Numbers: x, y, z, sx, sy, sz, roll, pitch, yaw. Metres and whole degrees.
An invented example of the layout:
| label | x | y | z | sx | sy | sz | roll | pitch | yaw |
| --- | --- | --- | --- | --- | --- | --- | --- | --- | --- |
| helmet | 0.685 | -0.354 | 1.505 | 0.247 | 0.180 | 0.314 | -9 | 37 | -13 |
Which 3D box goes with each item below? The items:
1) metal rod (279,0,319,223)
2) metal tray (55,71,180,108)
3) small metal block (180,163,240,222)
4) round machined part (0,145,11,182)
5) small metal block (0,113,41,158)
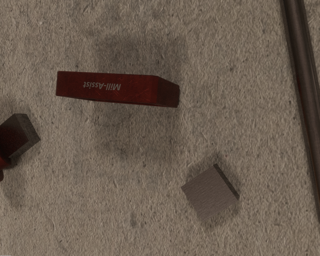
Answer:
| label | x | y | z | sx | sy | sz | roll | pitch | yaw |
| --- | --- | --- | --- | --- | --- | --- | --- | --- | --- |
| metal rod | 0.166 | -0.044 | 0.350 | 0.025 | 0.025 | 0.298 | -10 | 87 | 19 |
| metal tray | -0.050 | -0.047 | 0.391 | 0.130 | 0.090 | 0.030 | 6 | 92 | 19 |
| small metal block | 0.063 | 0.080 | 0.386 | 0.050 | 0.025 | 0.050 | -37 | 79 | 16 |
| round machined part | -0.263 | 0.037 | 0.469 | 0.042 | 0.098 | 0.098 | -29 | 79 | -14 |
| small metal block | -0.225 | 0.012 | 0.486 | 0.050 | 0.025 | 0.050 | -35 | 79 | 16 |
